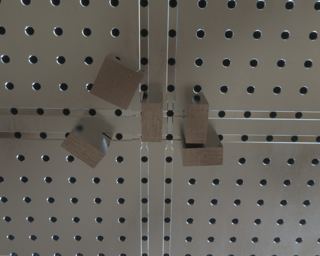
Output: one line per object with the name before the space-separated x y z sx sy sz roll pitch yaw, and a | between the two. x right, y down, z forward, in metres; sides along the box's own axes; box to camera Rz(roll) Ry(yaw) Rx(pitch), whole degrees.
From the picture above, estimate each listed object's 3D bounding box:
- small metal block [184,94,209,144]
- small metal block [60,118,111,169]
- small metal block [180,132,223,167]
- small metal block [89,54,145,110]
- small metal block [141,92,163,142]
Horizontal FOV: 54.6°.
small metal block | 0.045 -0.013 0.396 0.025 0.050 0.050 1 110 0
small metal block | -0.095 0.019 0.406 0.050 0.050 0.025 38 106 -13
small metal block | 0.054 0.027 0.410 0.050 0.050 0.025 -2 110 1
small metal block | -0.053 -0.058 0.392 0.050 0.025 0.050 26 108 -9
small metal block | -0.010 -0.015 0.395 0.025 0.050 0.050 1 110 0
